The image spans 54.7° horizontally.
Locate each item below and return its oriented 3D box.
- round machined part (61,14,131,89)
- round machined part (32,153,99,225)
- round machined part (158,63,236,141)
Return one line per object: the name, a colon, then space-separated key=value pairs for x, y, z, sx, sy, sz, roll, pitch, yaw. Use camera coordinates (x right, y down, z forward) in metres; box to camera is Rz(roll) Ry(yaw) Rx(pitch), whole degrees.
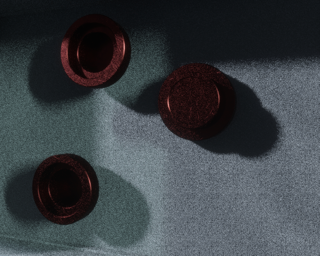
round machined part: x=-0.084 y=-0.103 z=0.431 sx=0.098 sy=0.042 sz=0.097 roll=0 pitch=90 yaw=20
round machined part: x=-0.130 y=0.085 z=0.447 sx=0.098 sy=0.042 sz=0.097 roll=0 pitch=90 yaw=20
round machined part: x=0.043 y=-0.033 z=0.386 sx=0.098 sy=0.042 sz=0.097 roll=0 pitch=90 yaw=20
